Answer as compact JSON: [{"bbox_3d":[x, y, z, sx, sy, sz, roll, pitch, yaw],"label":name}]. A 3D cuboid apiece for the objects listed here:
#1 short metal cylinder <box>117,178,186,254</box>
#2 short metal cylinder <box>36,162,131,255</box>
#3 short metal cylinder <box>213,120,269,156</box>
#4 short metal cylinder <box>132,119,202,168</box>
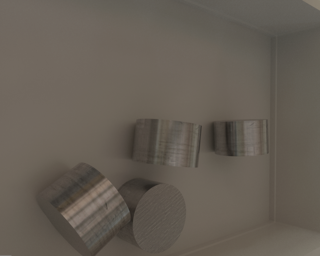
[{"bbox_3d":[-0.014,0.104,0.378,0.081,0.050,0.080,0,90,-40],"label":"short metal cylinder"},{"bbox_3d":[-0.076,0.081,0.307,0.050,0.080,0.080,-40,115,-33],"label":"short metal cylinder"},{"bbox_3d":[0.124,0.013,0.474,0.081,0.080,0.050,-5,93,-40],"label":"short metal cylinder"},{"bbox_3d":[0.008,0.019,0.378,0.081,0.080,0.050,9,84,-40],"label":"short metal cylinder"}]
